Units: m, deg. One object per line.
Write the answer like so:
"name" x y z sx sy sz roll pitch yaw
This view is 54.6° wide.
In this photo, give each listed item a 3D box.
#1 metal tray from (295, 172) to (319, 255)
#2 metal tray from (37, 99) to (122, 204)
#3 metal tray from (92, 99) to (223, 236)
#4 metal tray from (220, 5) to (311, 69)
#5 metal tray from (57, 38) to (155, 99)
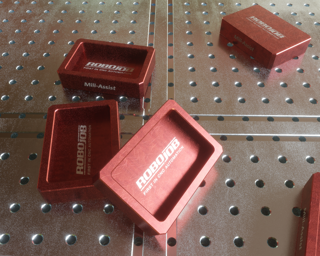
"metal tray" 0.189 0.115 0.308 0.090 0.030 0.130 17 52 14
"metal tray" -0.094 0.024 0.384 0.091 0.030 0.130 -6 50 -5
"metal tray" 0.002 0.040 0.345 0.090 0.030 0.131 44 58 -3
"metal tray" 0.181 -0.164 0.543 0.091 0.030 0.130 -26 55 -21
"metal tray" -0.080 -0.095 0.484 0.131 0.030 0.090 9 51 7
